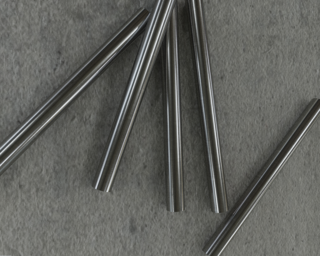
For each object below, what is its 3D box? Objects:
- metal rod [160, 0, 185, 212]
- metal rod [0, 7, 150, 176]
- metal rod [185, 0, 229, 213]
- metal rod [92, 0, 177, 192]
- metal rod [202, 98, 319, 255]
[{"bbox_3d":[0.016,-0.039,0.415,0.025,0.025,0.298,-2,91,-20],"label":"metal rod"},{"bbox_3d":[-0.114,-0.037,0.367,0.025,0.025,0.300,45,76,-15],"label":"metal rod"},{"bbox_3d":[0.066,-0.031,0.434,0.025,0.025,0.298,-9,93,-20],"label":"metal rod"},{"bbox_3d":[-0.024,-0.067,0.385,0.025,0.025,0.299,19,89,-20],"label":"metal rod"},{"bbox_3d":[0.164,0.070,0.471,0.025,0.025,0.300,45,76,-15],"label":"metal rod"}]
